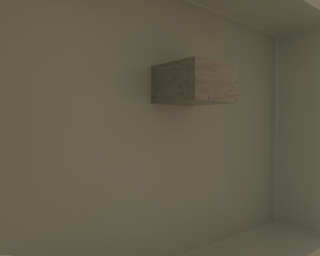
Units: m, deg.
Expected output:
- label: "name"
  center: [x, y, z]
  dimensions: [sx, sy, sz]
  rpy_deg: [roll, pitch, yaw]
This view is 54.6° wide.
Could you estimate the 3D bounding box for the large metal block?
- label: "large metal block"
  center: [0.045, -0.057, 0.407]
  dimensions: [0.081, 0.080, 0.050]
  rpy_deg: [-1, 91, -40]
